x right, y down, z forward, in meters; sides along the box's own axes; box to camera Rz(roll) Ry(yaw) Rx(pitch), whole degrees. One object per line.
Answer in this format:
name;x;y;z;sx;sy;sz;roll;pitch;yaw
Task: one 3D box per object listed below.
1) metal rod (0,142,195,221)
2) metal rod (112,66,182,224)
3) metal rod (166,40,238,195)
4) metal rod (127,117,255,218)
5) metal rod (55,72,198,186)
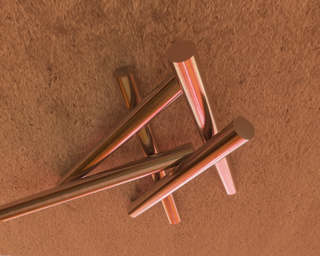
metal rod;-0.095;0.078;0.432;0.301;0.025;0.025;-19;128;12
metal rod;-0.008;0.047;0.446;0.025;0.025;0.299;-10;130;8
metal rod;0.064;0.016;0.370;0.025;0.025;0.300;-15;144;12
metal rod;0.018;0.070;0.411;0.025;0.025;0.298;20;144;-17
metal rod;-0.059;0.016;0.393;0.025;0.025;0.299;31;131;-24
